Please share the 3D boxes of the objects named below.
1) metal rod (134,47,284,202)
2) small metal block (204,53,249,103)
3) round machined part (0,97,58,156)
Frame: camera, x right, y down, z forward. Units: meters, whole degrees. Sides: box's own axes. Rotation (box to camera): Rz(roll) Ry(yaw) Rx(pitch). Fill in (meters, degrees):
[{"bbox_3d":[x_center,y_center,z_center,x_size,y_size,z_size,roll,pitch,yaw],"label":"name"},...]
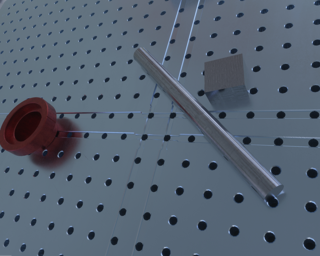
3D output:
[{"bbox_3d":[0.041,-0.026,0.402,0.025,0.025,0.300,-39,51,1],"label":"metal rod"},{"bbox_3d":[0.086,-0.064,0.403,0.050,0.025,0.050,-9,58,23],"label":"small metal block"},{"bbox_3d":[-0.208,0.002,0.506,0.098,0.042,0.098,-13,56,21],"label":"round machined part"}]
